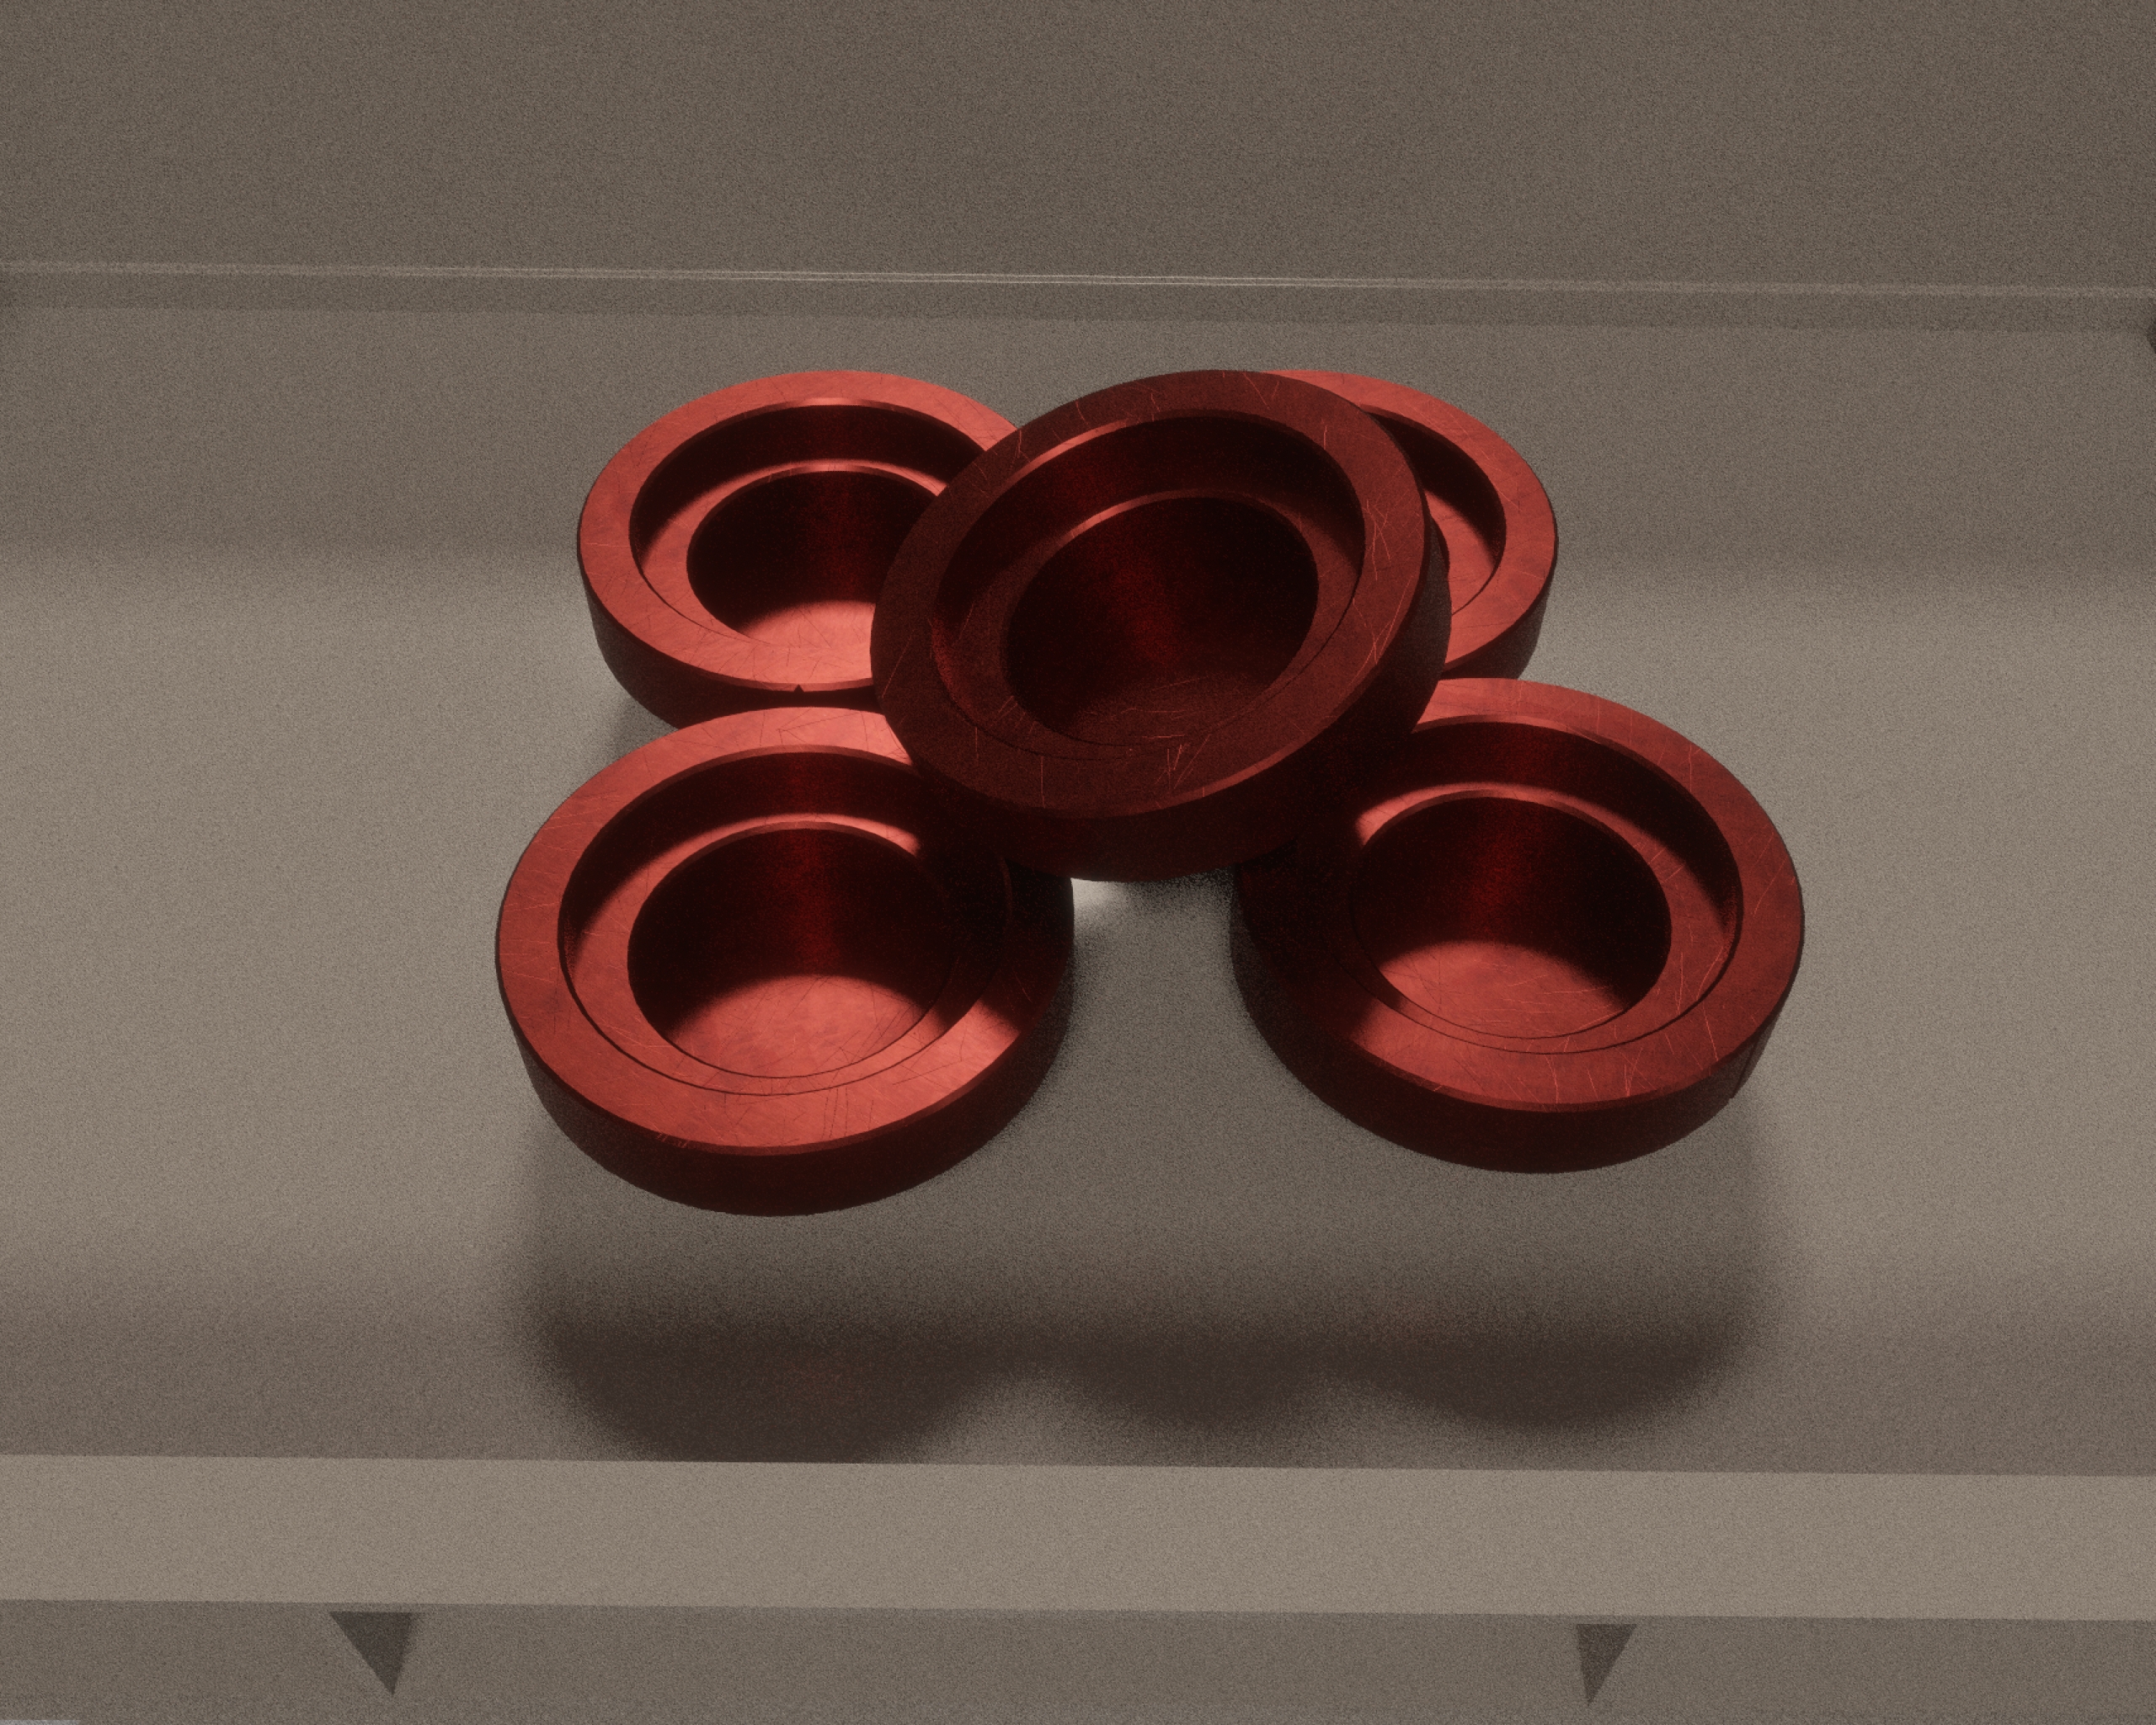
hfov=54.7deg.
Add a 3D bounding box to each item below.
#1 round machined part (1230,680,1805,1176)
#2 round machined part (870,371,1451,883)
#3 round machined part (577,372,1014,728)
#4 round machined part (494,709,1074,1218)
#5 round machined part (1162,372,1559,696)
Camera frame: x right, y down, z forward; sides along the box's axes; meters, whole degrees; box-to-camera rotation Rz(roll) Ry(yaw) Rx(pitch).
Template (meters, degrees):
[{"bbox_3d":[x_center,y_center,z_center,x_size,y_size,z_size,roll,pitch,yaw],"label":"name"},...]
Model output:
[{"bbox_3d":[0.077,0.015,0.380,0.099,0.042,0.098,0,50,0],"label":"round machined part"},{"bbox_3d":[0.017,-0.037,0.368,0.098,0.042,0.098,-10,54,15],"label":"round machined part"},{"bbox_3d":[-0.052,-0.057,0.439,0.099,0.042,0.098,0,50,0],"label":"round machined part"},{"bbox_3d":[-0.050,0.021,0.373,0.099,0.042,0.098,0,50,0],"label":"round machined part"},{"bbox_3d":[0.048,-0.057,0.441,0.099,0.042,0.098,0,50,0],"label":"round machined part"}]
